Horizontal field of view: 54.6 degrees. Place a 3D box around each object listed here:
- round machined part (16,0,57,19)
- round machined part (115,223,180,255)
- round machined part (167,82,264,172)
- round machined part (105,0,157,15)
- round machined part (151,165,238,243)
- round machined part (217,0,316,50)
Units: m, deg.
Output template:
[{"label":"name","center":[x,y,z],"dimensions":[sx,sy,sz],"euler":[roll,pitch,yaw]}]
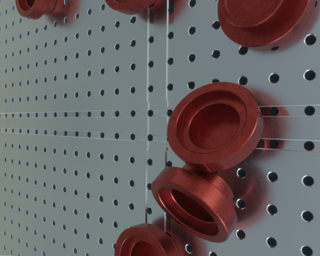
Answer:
[{"label":"round machined part","center":[-0.233,-0.257,0.593],"dimensions":[0.098,0.042,0.097],"euler":[0,90,40]},{"label":"round machined part","center":[-0.012,0.175,0.409],"dimensions":[0.098,0.042,0.097],"euler":[0,90,40]},{"label":"round machined part","center":[0.060,0.002,0.331],"dimensions":[0.098,0.042,0.098],"euler":[-17,52,23]},{"label":"round machined part","center":[-0.032,-0.205,0.426],"dimensions":[0.098,0.042,0.097],"euler":[0,90,40]},{"label":"round machined part","center":[0.041,0.077,0.344],"dimensions":[0.098,0.042,0.098],"euler":[30,148,21]},{"label":"round machined part","center":[0.101,-0.132,0.315],"dimensions":[0.098,0.042,0.097],"euler":[0,90,40]}]
